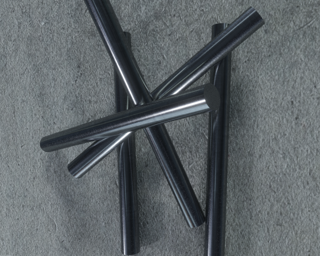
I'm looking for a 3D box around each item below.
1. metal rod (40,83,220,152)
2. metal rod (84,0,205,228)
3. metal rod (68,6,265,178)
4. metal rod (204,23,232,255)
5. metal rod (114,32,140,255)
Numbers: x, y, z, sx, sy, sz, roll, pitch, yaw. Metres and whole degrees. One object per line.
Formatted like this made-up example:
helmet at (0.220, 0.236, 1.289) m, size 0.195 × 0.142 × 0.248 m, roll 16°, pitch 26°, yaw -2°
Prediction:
metal rod at (-0.062, -0.001, 0.371) m, size 0.299 × 0.025 × 0.025 m, roll -14°, pitch 85°, yaw 42°
metal rod at (-0.013, -0.014, 0.361) m, size 0.025 × 0.025 × 0.299 m, roll -20°, pitch 103°, yaw 19°
metal rod at (-0.004, -0.033, 0.382) m, size 0.300 × 0.025 × 0.025 m, roll -39°, pitch 78°, yaw 15°
metal rod at (0.072, 0.024, 0.383) m, size 0.025 × 0.025 × 0.298 m, roll 2°, pitch 91°, yaw 20°
metal rod at (-0.046, 0.020, 0.425) m, size 0.025 × 0.025 × 0.298 m, roll -3°, pitch 89°, yaw 20°
